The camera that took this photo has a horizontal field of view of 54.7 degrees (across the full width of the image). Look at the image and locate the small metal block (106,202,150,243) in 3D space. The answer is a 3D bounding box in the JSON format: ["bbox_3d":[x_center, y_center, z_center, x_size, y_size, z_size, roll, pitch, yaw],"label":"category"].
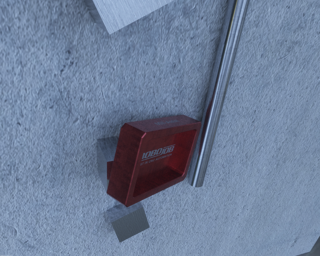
[{"bbox_3d":[-0.048,0.138,0.468,0.050,0.025,0.050,-23,127,-15],"label":"small metal block"}]

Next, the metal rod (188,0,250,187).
[{"bbox_3d":[0.077,-0.043,0.423,0.025,0.025,0.298,-6,121,-26],"label":"metal rod"}]

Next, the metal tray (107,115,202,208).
[{"bbox_3d":[-0.002,0.034,0.383,0.131,0.030,0.089,-10,120,-55],"label":"metal tray"}]

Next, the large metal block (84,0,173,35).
[{"bbox_3d":[-0.036,-0.145,0.282,0.080,0.050,0.080,-31,129,-8],"label":"large metal block"}]

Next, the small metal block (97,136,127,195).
[{"bbox_3d":[-0.060,0.046,0.387,0.025,0.050,0.050,-8,122,-22],"label":"small metal block"}]
